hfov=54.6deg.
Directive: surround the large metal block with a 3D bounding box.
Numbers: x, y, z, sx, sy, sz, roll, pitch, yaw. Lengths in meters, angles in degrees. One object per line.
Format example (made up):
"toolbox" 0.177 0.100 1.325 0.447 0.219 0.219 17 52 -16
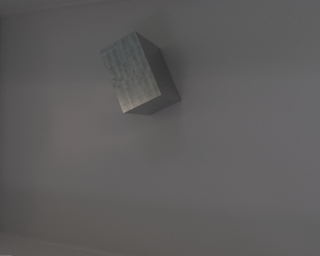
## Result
"large metal block" -0.021 -0.063 0.389 0.050 0.080 0.080 -25 82 18
